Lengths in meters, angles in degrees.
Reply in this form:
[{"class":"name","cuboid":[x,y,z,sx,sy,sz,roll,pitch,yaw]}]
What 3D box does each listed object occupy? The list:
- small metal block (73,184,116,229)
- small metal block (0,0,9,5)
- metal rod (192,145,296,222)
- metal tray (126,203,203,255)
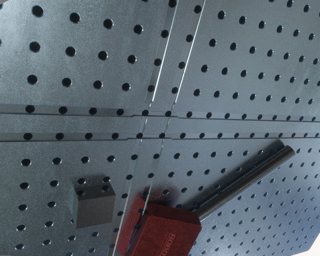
[{"class":"small metal block","cuboid":[-0.092,0.108,0.429,0.050,0.025,0.050,-3,120,-27]},{"class":"small metal block","cuboid":[-0.143,-0.123,0.241,0.025,0.050,0.050,-32,129,-8]},{"class":"metal rod","cuboid":[0.115,0.122,0.552,0.301,0.025,0.025,-33,129,-7]},{"class":"metal tray","cuboid":[0.003,0.192,0.512,0.091,0.030,0.129,16,111,-15]}]
